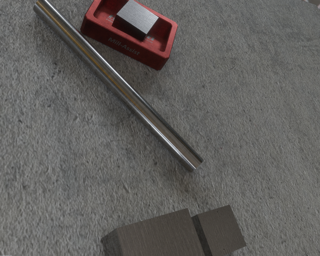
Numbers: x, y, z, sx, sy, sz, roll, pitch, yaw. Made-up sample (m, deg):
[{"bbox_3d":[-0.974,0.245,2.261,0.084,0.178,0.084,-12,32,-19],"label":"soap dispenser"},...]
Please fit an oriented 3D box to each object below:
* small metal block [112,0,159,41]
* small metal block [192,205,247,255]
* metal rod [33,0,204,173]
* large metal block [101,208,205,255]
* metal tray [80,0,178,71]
[{"bbox_3d":[-0.037,-0.160,0.466,0.050,0.025,0.050,32,51,-8],"label":"small metal block"},{"bbox_3d":[0.067,0.124,0.366,0.050,0.025,0.050,-6,65,-31],"label":"small metal block"},{"bbox_3d":[-0.057,-0.058,0.409,0.300,0.025,0.025,46,51,3],"label":"metal rod"},{"bbox_3d":[-0.003,0.133,0.306,0.081,0.050,0.080,-6,65,-31],"label":"large metal block"},{"bbox_3d":[-0.043,-0.153,0.472,0.131,0.030,0.090,24,53,-14],"label":"metal tray"}]
